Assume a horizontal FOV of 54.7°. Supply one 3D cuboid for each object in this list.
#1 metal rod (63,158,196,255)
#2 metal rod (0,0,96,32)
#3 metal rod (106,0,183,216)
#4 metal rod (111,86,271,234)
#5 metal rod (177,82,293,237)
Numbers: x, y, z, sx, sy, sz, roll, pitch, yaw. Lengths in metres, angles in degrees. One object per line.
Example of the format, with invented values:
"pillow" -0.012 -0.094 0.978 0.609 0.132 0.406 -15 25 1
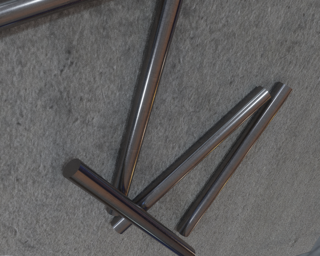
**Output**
"metal rod" -0.024 0.132 0.443 0.025 0.025 0.300 -41 130 -1
"metal rod" -0.102 -0.116 0.280 0.302 0.025 0.025 -25 128 -14
"metal rod" -0.025 -0.013 0.386 0.025 0.025 0.298 2 117 -30
"metal rod" 0.045 0.048 0.463 0.300 0.025 0.025 -43 130 1
"metal rod" 0.116 0.059 0.509 0.025 0.025 0.299 22 107 -37
